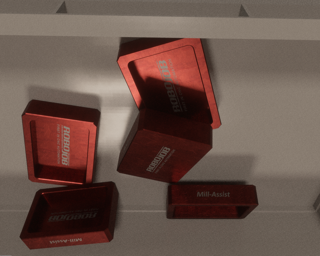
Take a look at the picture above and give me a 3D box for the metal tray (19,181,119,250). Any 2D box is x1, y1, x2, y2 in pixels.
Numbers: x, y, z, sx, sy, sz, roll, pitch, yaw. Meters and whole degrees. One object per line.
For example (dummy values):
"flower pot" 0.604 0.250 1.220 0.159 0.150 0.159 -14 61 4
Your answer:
"metal tray" -0.135 0.133 0.477 0.131 0.090 0.030 -7 130 5

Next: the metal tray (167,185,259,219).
"metal tray" 0.077 0.118 0.488 0.131 0.030 0.090 0 150 -1

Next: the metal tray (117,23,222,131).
"metal tray" 0.015 -0.047 0.366 0.090 0.030 0.129 -14 129 11

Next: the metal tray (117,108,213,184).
"metal tray" 0.001 0.030 0.406 0.091 0.030 0.129 14 147 -12

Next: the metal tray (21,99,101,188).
"metal tray" -0.134 0.027 0.426 0.091 0.030 0.129 8 130 -8
